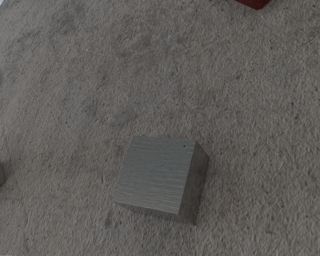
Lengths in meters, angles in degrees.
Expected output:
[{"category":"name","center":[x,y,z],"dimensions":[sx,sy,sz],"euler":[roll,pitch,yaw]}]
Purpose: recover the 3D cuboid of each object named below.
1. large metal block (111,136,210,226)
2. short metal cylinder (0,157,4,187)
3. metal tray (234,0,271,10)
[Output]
[{"category":"large metal block","center":[0.003,0.057,0.351],"dimensions":[0.080,0.050,0.080],"euler":[3,63,29]},{"category":"short metal cylinder","center":[-0.290,0.066,0.480],"dimensions":[0.080,0.080,0.050],"euler":[-38,51,3]},{"category":"metal tray","center":[0.136,-0.242,0.478],"dimensions":[0.090,0.030,0.130],"euler":[-42,51,-1]}]
